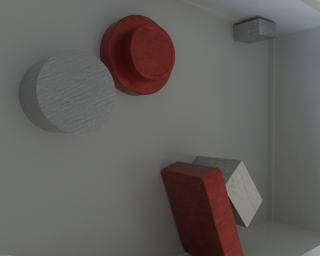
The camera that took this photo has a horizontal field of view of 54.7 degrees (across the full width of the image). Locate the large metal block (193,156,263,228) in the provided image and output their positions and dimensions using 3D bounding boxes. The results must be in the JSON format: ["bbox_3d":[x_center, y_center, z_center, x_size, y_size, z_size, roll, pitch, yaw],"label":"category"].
[{"bbox_3d":[0.088,0.089,0.447,0.050,0.080,0.080,-47,119,-30],"label":"large metal block"}]

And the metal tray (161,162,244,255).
[{"bbox_3d":[0.054,0.113,0.406,0.030,0.090,0.129,-23,102,-31],"label":"metal tray"}]

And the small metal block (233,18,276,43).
[{"bbox_3d":[0.161,-0.164,0.528,0.050,0.050,0.025,-6,94,-40],"label":"small metal block"}]

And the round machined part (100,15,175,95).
[{"bbox_3d":[-0.020,-0.090,0.381,0.099,0.042,0.097,0,90,-40],"label":"round machined part"}]

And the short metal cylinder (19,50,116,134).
[{"bbox_3d":[-0.093,-0.034,0.314,0.081,0.050,0.079,0,90,-40],"label":"short metal cylinder"}]
